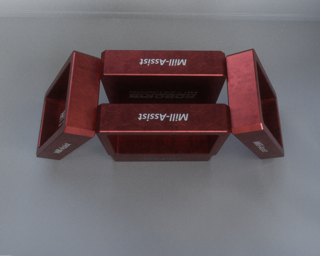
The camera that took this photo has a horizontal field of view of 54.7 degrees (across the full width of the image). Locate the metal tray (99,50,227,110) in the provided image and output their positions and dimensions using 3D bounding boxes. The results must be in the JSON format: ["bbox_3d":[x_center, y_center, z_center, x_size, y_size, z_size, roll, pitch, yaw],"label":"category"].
[{"bbox_3d":[0.003,-0.052,0.360,0.131,0.090,0.030,0,70,0],"label":"metal tray"}]

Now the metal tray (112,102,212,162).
[{"bbox_3d":[0.002,-0.003,0.407,0.131,0.030,0.090,0,70,-1],"label":"metal tray"}]

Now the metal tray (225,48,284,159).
[{"bbox_3d":[0.114,-0.021,0.362,0.030,0.130,0.090,-11,68,28],"label":"metal tray"}]

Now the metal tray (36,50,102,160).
[{"bbox_3d":[-0.109,-0.019,0.360,0.030,0.130,0.090,12,68,-30],"label":"metal tray"}]

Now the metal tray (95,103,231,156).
[{"bbox_3d":[0.003,0.005,0.340,0.131,0.090,0.030,0,70,-1],"label":"metal tray"}]
